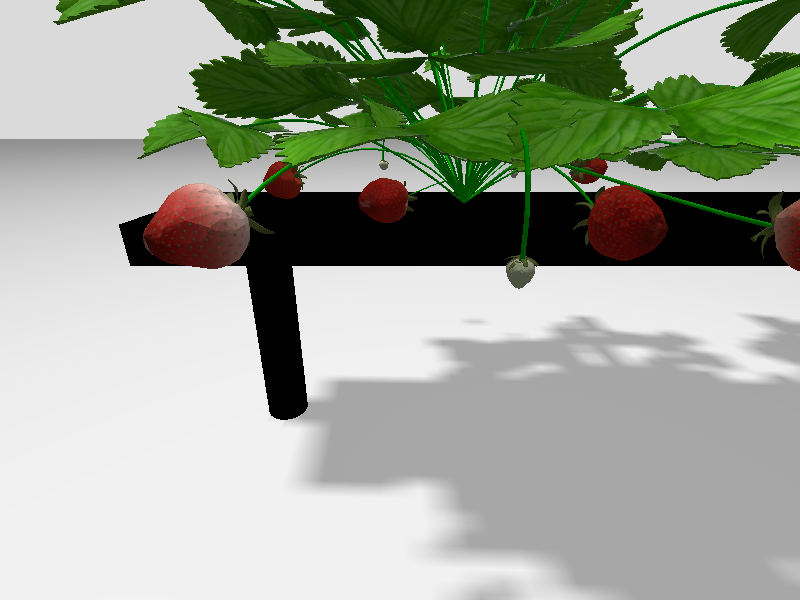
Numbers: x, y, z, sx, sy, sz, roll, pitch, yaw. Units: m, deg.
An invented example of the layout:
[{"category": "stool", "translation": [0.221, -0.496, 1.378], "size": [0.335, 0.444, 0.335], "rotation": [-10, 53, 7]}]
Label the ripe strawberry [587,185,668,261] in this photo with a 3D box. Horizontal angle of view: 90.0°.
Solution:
[{"category": "ripe strawberry", "translation": [0.105, -0.035, 0.187], "size": [0.031, 0.035, 0.033], "rotation": [-7, 26, -16]}]

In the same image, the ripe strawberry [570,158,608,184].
[{"category": "ripe strawberry", "translation": [0.213, -0.149, 0.451], "size": [0.035, 0.035, 0.039], "rotation": [-17, 28, -35]}]

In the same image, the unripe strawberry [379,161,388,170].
[{"category": "unripe strawberry", "translation": [-0.023, -0.189, 0.562], "size": [0.013, 0.012, 0.012], "rotation": [-7, 24, -16]}]

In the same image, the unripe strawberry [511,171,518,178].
[{"category": "unripe strawberry", "translation": [0.143, -0.157, 0.502], "size": [0.009, 0.010, 0.010], "rotation": [11, 26, 24]}]

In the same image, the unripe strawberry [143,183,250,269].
[{"category": "unripe strawberry", "translation": [-0.089, -0.031, 0.175], "size": [0.041, 0.036, 0.041], "rotation": [18, 38, 36]}]

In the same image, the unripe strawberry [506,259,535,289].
[{"category": "unripe strawberry", "translation": [0.049, -0.011, 0.163], "size": [0.011, 0.012, 0.012], "rotation": [1, 23, 2]}]

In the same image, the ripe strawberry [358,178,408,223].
[{"category": "ripe strawberry", "translation": [-0.012, -0.064, 0.261], "size": [0.033, 0.030, 0.030], "rotation": [17, 29, 35]}]

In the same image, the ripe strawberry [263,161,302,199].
[{"category": "ripe strawberry", "translation": [-0.108, -0.107, 0.362], "size": [0.034, 0.034, 0.032], "rotation": [-15, 20, 15]}]

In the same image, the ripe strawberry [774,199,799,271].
[{"category": "ripe strawberry", "translation": [0.183, -0.027, 0.168], "size": [0.040, 0.034, 0.040], "rotation": [-15, 28, -31]}]
